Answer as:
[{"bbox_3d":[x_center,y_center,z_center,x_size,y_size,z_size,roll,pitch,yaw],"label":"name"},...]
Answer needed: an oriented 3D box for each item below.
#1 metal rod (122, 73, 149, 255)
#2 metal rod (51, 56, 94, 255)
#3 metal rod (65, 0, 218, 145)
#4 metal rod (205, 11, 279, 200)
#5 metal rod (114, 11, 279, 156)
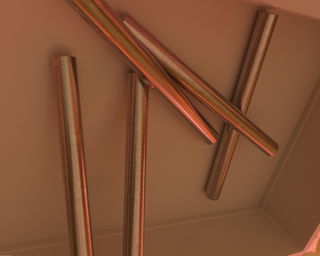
[{"bbox_3d":[-0.030,0.087,0.365,0.025,0.025,0.298,1,93,-29],"label":"metal rod"},{"bbox_3d":[-0.088,0.077,0.330,0.025,0.025,0.298,-7,97,-25],"label":"metal rod"},{"bbox_3d":[-0.002,-0.054,0.347,0.025,0.025,0.300,-45,137,3],"label":"metal rod"},{"bbox_3d":[0.113,-0.015,0.460,0.025,0.025,0.298,-4,120,-27],"label":"metal rod"},{"bbox_3d":[0.065,-0.039,0.398,0.301,0.025,0.025,34,99,-32],"label":"metal rod"}]
